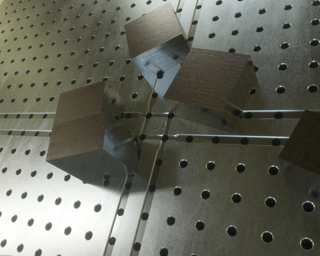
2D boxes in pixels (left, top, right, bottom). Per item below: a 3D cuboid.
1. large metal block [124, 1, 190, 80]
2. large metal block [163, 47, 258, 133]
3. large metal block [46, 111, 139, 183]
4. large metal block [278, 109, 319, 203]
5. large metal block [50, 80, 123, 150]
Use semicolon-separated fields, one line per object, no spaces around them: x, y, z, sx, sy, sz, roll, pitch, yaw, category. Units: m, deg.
-0.003;-0.133;0.474;0.080;0.050;0.080;-23;53;13;large metal block
0.064;-0.049;0.388;0.080;0.050;0.080;18;71;34;large metal block
-0.082;0.028;0.397;0.080;0.080;0.050;-13;57;21;large metal block
0.157;0.037;0.268;0.080;0.080;0.050;25;76;36;large metal block
-0.105;-0.014;0.454;0.080;0.050;0.080;-12;57;21;large metal block
